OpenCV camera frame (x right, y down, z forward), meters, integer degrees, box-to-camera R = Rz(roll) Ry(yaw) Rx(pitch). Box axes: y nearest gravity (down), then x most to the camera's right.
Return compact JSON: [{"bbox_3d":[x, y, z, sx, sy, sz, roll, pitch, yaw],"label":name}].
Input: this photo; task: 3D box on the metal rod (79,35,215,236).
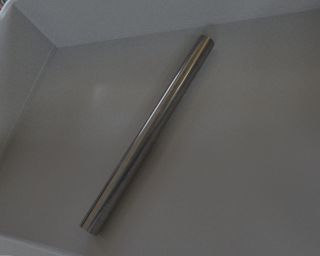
[{"bbox_3d":[-0.010,-0.001,0.409,0.025,0.025,0.300,22,73,36],"label":"metal rod"}]
